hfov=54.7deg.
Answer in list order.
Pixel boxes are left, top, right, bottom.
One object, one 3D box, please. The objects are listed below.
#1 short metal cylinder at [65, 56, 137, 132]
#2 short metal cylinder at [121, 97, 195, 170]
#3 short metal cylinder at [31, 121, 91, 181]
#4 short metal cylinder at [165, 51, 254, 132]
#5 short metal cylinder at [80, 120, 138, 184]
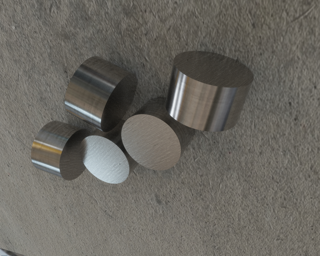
[{"bbox_3d":[-0.071,-0.041,0.383,0.050,0.080,0.079,28,128,11],"label":"short metal cylinder"},{"bbox_3d":[-0.002,0.007,0.396,0.080,0.050,0.079,13,124,21],"label":"short metal cylinder"},{"bbox_3d":[-0.145,0.033,0.469,0.050,0.080,0.079,16,125,19],"label":"short metal cylinder"},{"bbox_3d":[0.049,-0.040,0.321,0.080,0.080,0.050,22,127,15],"label":"short metal cylinder"},{"bbox_3d":[-0.067,0.033,0.446,0.080,0.050,0.079,13,124,21],"label":"short metal cylinder"}]
